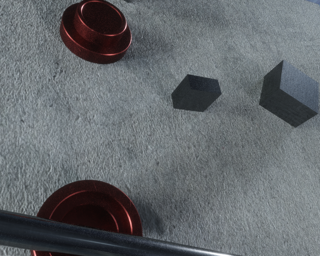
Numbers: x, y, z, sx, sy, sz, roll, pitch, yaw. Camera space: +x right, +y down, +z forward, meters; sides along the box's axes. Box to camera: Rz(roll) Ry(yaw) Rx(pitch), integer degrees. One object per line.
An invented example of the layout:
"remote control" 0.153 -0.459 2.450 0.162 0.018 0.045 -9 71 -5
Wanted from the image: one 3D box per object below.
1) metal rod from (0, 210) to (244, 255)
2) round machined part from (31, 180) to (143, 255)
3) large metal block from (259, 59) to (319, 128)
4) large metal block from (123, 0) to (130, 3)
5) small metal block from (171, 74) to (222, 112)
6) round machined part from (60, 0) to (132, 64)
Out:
"metal rod" -0.048 0.099 0.263 0.302 0.025 0.025 18 55 -18
"round machined part" -0.070 0.102 0.293 0.099 0.042 0.098 14 56 -21
"large metal block" 0.229 -0.061 0.548 0.080 0.050 0.080 31 52 -9
"large metal block" -0.067 -0.264 0.493 0.080 0.080 0.050 24 53 -14
"small metal block" 0.051 -0.049 0.445 0.050 0.050 0.025 5 60 -26
"round machined part" -0.086 -0.141 0.433 0.099 0.042 0.098 14 56 -21
